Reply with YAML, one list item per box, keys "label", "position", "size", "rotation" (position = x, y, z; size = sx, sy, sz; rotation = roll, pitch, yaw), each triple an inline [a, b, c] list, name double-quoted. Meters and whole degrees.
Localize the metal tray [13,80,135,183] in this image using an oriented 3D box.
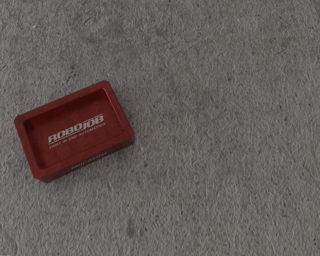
- label: "metal tray"
  position: [-0.109, 0.003, 0.403]
  size: [0.131, 0.030, 0.090]
  rotation: [-25, 72, -9]
